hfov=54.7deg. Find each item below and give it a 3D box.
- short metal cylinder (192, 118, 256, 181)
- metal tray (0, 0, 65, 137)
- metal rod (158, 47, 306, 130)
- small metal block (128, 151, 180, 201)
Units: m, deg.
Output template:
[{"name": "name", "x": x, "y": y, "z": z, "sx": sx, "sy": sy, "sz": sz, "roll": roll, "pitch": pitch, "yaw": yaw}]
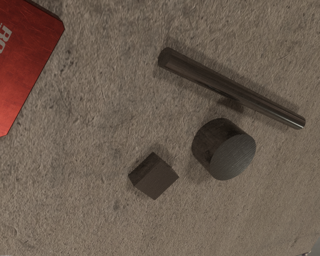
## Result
[{"name": "short metal cylinder", "x": 0.095, "y": 0.032, "z": 0.464, "sx": 0.081, "sy": 0.050, "sz": 0.079, "roll": -14, "pitch": 125, "yaw": -21}, {"name": "metal tray", "x": -0.158, "y": -0.063, "z": 0.279, "sx": 0.090, "sy": 0.030, "sz": 0.129, "roll": 24, "pitch": 105, "yaw": -37}, {"name": "metal rod", "x": 0.122, "y": -0.046, "z": 0.447, "sx": 0.302, "sy": 0.025, "sz": 0.025, "roll": 17, "pitch": 109, "yaw": -36}, {"name": "small metal block", "x": -0.009, "y": 0.070, "z": 0.447, "sx": 0.050, "sy": 0.025, "sz": 0.050, "roll": -44, "pitch": 130, "yaw": 2}]
